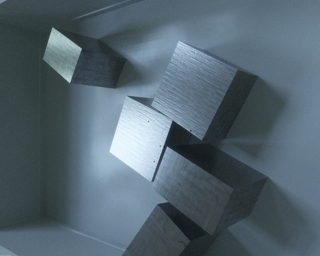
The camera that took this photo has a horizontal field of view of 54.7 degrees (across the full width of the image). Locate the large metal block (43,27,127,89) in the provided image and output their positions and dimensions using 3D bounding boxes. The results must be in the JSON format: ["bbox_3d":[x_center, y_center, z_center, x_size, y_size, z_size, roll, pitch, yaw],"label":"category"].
[{"bbox_3d":[-0.112,-0.103,0.460,0.080,0.081,0.050,39,114,33],"label":"large metal block"}]

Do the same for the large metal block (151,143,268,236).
[{"bbox_3d":[0.053,0.058,0.326,0.080,0.081,0.050,31,109,35],"label":"large metal block"}]

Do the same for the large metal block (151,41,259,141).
[{"bbox_3d":[0.048,-0.041,0.349,0.080,0.050,0.079,37,112,33],"label":"large metal block"}]

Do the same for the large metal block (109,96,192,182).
[{"bbox_3d":[-0.010,0.011,0.397,0.080,0.050,0.079,30,108,36],"label":"large metal block"}]

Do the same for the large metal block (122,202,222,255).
[{"bbox_3d":[0.016,0.129,0.351,0.050,0.080,0.080,42,109,31],"label":"large metal block"}]
